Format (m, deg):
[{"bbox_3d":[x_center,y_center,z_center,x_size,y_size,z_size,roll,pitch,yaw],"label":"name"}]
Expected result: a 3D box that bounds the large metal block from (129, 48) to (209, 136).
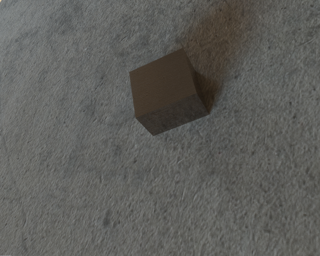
[{"bbox_3d":[0.010,-0.047,0.410,0.080,0.050,0.080,-21,54,15],"label":"large metal block"}]
